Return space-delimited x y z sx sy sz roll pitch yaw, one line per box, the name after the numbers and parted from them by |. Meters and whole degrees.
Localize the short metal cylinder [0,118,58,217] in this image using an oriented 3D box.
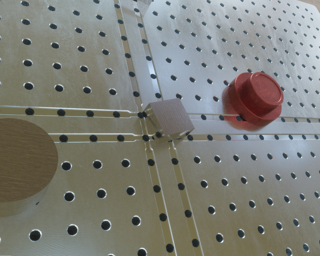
-0.142 0.038 0.293 0.081 0.050 0.080 14 56 -21 | short metal cylinder

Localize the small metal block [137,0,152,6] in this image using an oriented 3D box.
-0.034 -0.250 0.544 0.050 0.025 0.050 17 55 -19 | small metal block

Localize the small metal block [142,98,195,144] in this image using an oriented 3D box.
0.011 -0.010 0.422 0.050 0.025 0.050 -13 69 -34 | small metal block

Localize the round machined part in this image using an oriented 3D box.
0.168 -0.056 0.525 0.099 0.042 0.098 14 56 -21 | round machined part
